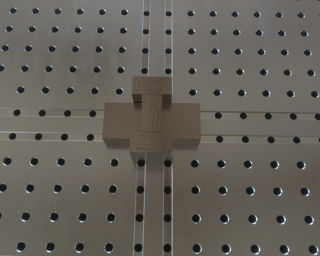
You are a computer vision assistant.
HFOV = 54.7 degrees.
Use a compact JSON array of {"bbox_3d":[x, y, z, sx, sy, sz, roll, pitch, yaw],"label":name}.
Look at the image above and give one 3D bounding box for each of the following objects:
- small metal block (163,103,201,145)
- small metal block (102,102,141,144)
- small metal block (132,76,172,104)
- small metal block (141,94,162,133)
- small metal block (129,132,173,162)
[{"bbox_3d":[0.028,-0.005,0.414,0.050,0.025,0.050,1,70,0],"label":"small metal block"},{"bbox_3d":[-0.048,-0.006,0.413,0.050,0.025,0.050,1,70,0],"label":"small metal block"},{"bbox_3d":[-0.010,-0.046,0.415,0.050,0.050,0.025,1,70,0],"label":"small metal block"},{"bbox_3d":[-0.010,-0.010,0.401,0.025,0.050,0.050,1,70,0],"label":"small metal block"},{"bbox_3d":[-0.010,0.025,0.389,0.050,0.050,0.025,1,70,0],"label":"small metal block"}]
